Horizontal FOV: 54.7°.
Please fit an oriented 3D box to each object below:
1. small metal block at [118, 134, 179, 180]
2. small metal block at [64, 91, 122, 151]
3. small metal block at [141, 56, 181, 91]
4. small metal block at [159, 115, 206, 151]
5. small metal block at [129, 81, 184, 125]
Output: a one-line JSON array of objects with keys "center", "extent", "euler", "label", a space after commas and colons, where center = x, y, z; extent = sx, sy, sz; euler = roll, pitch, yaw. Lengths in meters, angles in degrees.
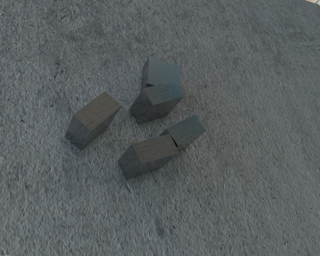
[{"center": [-0.014, 0.034, 0.359], "extent": [0.050, 0.050, 0.025], "euler": [-14, 70, -34], "label": "small metal block"}, {"center": [-0.076, -0.008, 0.351], "extent": [0.025, 0.050, 0.050], "euler": [43, 51, 1], "label": "small metal block"}, {"center": [0.002, -0.069, 0.447], "extent": [0.050, 0.025, 0.050], "euler": [15, 56, -20], "label": "small metal block"}, {"center": [0.022, 0.014, 0.391], "extent": [0.050, 0.050, 0.025], "euler": [-25, 76, -37], "label": "small metal block"}, {"center": [-0.005, -0.033, 0.405], "extent": [0.050, 0.050, 0.025], "euler": [-19, 72, -35], "label": "small metal block"}]
